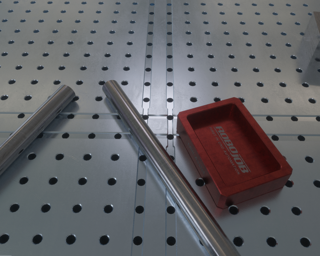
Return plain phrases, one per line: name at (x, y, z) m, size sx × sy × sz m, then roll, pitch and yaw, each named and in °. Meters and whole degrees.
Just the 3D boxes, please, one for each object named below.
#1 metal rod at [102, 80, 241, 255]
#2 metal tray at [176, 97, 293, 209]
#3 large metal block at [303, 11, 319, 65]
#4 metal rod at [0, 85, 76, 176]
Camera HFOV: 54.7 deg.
metal rod at (0.001, 0.039, 0.374) m, size 0.025 × 0.025 × 0.300 m, roll -24°, pitch 54°, yaw -19°
metal tray at (0.086, 0.024, 0.384) m, size 0.091 × 0.030 × 0.130 m, roll -16°, pitch 52°, yaw -13°
large metal block at (0.294, -0.148, 0.518) m, size 0.080 × 0.050 × 0.080 m, roll 7°, pitch 50°, yaw 6°
metal rod at (-0.200, 0.050, 0.363) m, size 0.025 × 0.025 × 0.301 m, roll 21°, pitch 53°, yaw 16°
